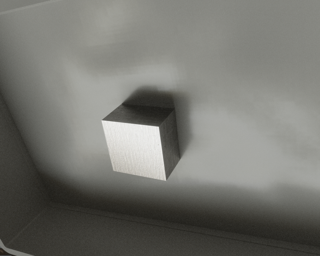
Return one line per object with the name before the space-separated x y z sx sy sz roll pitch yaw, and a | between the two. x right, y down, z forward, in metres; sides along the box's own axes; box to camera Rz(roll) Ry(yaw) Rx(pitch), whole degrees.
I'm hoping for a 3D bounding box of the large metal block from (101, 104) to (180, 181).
large metal block | -0.023 0.017 0.414 0.080 0.050 0.079 6 121 24
